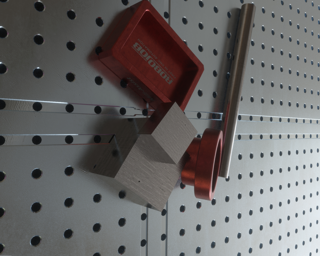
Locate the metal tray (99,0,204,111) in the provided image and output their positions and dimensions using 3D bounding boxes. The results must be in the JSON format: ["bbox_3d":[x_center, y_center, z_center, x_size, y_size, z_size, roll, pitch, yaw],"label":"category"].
[{"bbox_3d":[-0.005,-0.085,0.403,0.130,0.030,0.090,41,65,-33],"label":"metal tray"}]

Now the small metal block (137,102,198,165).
[{"bbox_3d":[0.010,0.006,0.354,0.050,0.025,0.050,51,59,-28],"label":"small metal block"}]

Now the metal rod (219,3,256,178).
[{"bbox_3d":[0.125,-0.066,0.516,0.025,0.025,0.299,20,78,-39],"label":"metal rod"}]

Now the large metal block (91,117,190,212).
[{"bbox_3d":[-0.021,0.043,0.377,0.080,0.050,0.080,44,64,-32],"label":"large metal block"}]

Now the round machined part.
[{"bbox_3d":[0.058,0.048,0.430,0.098,0.042,0.097,7,91,-73],"label":"round machined part"}]
